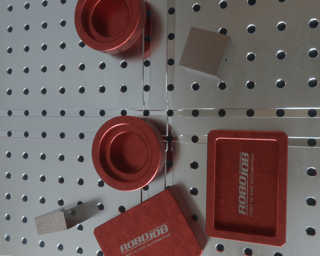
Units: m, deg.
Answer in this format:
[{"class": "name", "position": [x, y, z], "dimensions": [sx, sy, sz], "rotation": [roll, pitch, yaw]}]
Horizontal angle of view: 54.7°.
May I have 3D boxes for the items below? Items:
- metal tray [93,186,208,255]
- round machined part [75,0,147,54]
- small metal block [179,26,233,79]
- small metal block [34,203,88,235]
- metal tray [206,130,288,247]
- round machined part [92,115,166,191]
[{"class": "metal tray", "position": [-0.015, 0.147, 0.415], "dimensions": [0.130, 0.030, 0.090], "rotation": [-32, 80, 17]}, {"class": "round machined part", "position": [-0.064, -0.150, 0.426], "dimensions": [0.098, 0.042, 0.097], "rotation": [0, 90, 20]}, {"class": "small metal block", "position": [0.058, -0.095, 0.392], "dimensions": [0.050, 0.025, 0.050], "rotation": [21, 97, 18]}, {"class": "small metal block", "position": [-0.142, 0.131, 0.449], "dimensions": [0.050, 0.050, 0.025], "rotation": [-16, 85, 19]}, {"class": "metal tray", "position": [0.104, 0.068, 0.373], "dimensions": [0.090, 0.030, 0.129], "rotation": [1, 90, 20]}, {"class": "round machined part", "position": [-0.038, 0.032, 0.417], "dimensions": [0.098, 0.042, 0.097], "rotation": [0, 90, 20]}]
